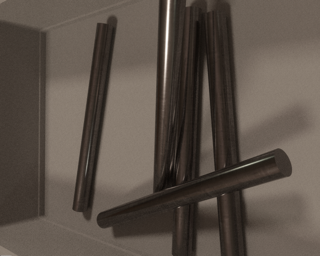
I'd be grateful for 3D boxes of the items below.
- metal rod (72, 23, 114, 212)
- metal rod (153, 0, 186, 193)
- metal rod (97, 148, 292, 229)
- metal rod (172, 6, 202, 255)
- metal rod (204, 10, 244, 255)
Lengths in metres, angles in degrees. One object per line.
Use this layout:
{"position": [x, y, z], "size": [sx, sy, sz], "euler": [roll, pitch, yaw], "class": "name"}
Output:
{"position": [-0.108, -0.012, 0.492], "size": [0.025, 0.025, 0.298], "euler": [16, 100, 38], "class": "metal rod"}
{"position": [0.009, -0.043, 0.330], "size": [0.025, 0.025, 0.298], "euler": [27, 128, 36], "class": "metal rod"}
{"position": [0.010, 0.084, 0.363], "size": [0.299, 0.025, 0.025], "euler": [-30, 71, 43], "class": "metal rod"}
{"position": [0.033, 0.007, 0.378], "size": [0.025, 0.025, 0.298], "euler": [4, 92, 39], "class": "metal rod"}
{"position": [0.072, 0.020, 0.346], "size": [0.025, 0.025, 0.298], "euler": [-6, 86, 39], "class": "metal rod"}
